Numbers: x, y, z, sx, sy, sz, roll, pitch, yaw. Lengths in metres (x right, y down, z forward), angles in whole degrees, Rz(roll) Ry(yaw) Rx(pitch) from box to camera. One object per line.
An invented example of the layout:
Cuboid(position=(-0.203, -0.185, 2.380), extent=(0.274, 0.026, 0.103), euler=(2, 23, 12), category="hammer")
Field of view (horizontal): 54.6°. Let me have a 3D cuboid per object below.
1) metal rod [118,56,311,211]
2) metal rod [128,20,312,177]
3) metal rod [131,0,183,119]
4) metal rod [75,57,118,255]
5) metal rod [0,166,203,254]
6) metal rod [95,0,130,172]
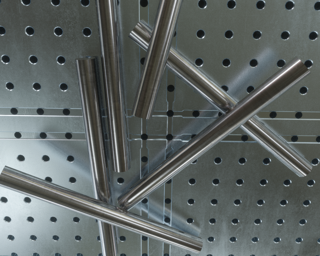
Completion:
Cuboid(position=(0.054, 0.020, 0.400), extent=(0.299, 0.025, 0.025), euler=(-40, 106, 21), category="metal rod")
Cuboid(position=(0.086, -0.030, 0.402), extent=(0.301, 0.025, 0.025), euler=(37, 106, -13), category="metal rod")
Cuboid(position=(0.017, -0.155, 0.337), extent=(0.025, 0.025, 0.298), euler=(14, 102, -5), category="metal rod")
Cuboid(position=(-0.085, 0.054, 0.432), extent=(0.025, 0.025, 0.298), euler=(-3, 110, 1), category="metal rod")
Cuboid(position=(-0.068, 0.120, 0.431), extent=(0.301, 0.025, 0.025), euler=(26, 108, -20), category="metal rod")
Cuboid(position=(-0.060, -0.084, 0.381), extent=(0.025, 0.025, 0.298), euler=(-2, 110, 1), category="metal rod")
